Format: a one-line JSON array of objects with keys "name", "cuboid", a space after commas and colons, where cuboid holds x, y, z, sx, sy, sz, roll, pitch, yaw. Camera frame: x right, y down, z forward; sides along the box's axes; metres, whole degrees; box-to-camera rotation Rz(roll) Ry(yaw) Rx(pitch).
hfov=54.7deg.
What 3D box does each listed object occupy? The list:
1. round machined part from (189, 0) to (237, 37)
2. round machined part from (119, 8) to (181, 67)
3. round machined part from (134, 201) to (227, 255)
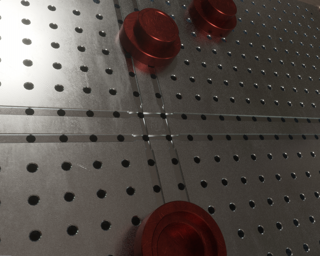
[{"name": "round machined part", "cuboid": [0.108, -0.227, 0.597, 0.099, 0.042, 0.098, 14, 56, -21]}, {"name": "round machined part", "cuboid": [-0.010, -0.148, 0.484, 0.099, 0.042, 0.098, 14, 56, -21]}, {"name": "round machined part", "cuboid": [0.018, 0.131, 0.328, 0.099, 0.042, 0.098, 14, 56, -21]}]
